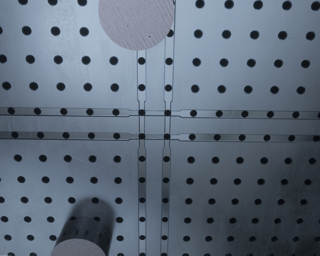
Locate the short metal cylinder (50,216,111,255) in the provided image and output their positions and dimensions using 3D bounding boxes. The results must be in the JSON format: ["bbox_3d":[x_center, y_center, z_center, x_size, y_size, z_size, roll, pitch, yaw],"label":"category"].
[{"bbox_3d":[-0.116,0.182,0.466,0.081,0.050,0.079,0,110,-1],"label":"short metal cylinder"}]

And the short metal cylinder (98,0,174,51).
[{"bbox_3d":[-0.025,-0.131,0.351,0.081,0.050,0.079,0,110,-1],"label":"short metal cylinder"}]
